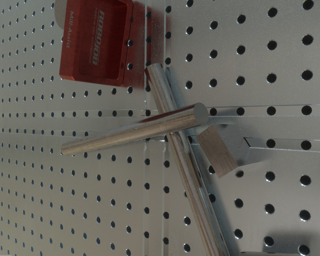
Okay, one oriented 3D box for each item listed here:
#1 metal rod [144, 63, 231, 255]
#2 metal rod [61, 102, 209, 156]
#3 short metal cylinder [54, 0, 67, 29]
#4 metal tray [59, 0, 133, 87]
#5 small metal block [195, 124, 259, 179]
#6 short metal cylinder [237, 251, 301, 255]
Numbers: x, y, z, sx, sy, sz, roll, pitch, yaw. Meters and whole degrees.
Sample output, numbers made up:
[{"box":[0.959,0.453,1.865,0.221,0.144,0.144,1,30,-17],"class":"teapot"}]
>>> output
[{"box":[0.037,0.057,0.376,0.025,0.025,0.299,-29,72,36],"class":"metal rod"},{"box":[-0.059,0.011,0.433,0.299,0.025,0.025,-14,81,45],"class":"metal rod"},{"box":[-0.123,-0.190,0.492,0.080,0.050,0.079,0,90,39],"class":"short metal cylinder"},{"box":[-0.088,-0.128,0.436,0.030,0.091,0.129,14,99,39],"class":"metal tray"},{"box":[0.073,0.023,0.332,0.025,0.050,0.050,-41,65,32],"class":"small metal block"},{"box":[0.105,0.158,0.286,0.050,0.081,0.080,-16,80,39],"class":"short metal cylinder"}]
